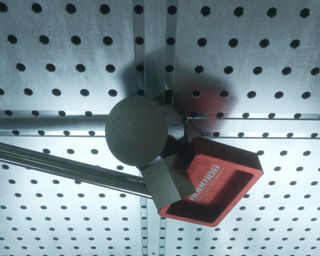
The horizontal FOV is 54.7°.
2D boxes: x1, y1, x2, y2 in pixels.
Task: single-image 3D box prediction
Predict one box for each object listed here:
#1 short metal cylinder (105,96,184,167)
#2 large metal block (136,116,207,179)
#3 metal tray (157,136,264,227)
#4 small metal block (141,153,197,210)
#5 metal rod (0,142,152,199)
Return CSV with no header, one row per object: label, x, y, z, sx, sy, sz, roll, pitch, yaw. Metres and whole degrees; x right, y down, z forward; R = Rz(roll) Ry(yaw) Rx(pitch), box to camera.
short metal cylinder,-0.018,0.004,0.371,0.080,0.080,0.050,-28,168,21
large metal block,0.025,0.042,0.430,0.080,0.050,0.080,-28,125,21
metal tray,0.060,0.076,0.404,0.091,0.030,0.129,16,128,-14
small metal block,0.009,0.064,0.371,0.025,0.050,0.050,-15,164,-41
metal rod,-0.142,0.049,0.413,0.302,0.025,0.025,13,130,3
